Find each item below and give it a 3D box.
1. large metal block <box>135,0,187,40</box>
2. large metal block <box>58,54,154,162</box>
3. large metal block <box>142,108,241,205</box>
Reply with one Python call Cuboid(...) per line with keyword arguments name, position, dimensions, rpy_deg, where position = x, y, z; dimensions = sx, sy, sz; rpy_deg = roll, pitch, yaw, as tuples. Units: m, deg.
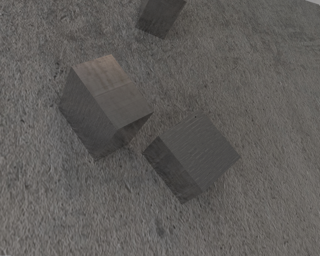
Cuboid(name="large metal block", position=(0.004, -0.205, 0.495), dimensions=(0.050, 0.080, 0.080), rpy_deg=(19, 54, -17))
Cuboid(name="large metal block", position=(-0.064, -0.021, 0.347), dimensions=(0.050, 0.080, 0.080), rpy_deg=(-29, 78, -37))
Cuboid(name="large metal block", position=(0.039, 0.034, 0.388), dimensions=(0.081, 0.050, 0.080), rpy_deg=(-32, 80, -38))
